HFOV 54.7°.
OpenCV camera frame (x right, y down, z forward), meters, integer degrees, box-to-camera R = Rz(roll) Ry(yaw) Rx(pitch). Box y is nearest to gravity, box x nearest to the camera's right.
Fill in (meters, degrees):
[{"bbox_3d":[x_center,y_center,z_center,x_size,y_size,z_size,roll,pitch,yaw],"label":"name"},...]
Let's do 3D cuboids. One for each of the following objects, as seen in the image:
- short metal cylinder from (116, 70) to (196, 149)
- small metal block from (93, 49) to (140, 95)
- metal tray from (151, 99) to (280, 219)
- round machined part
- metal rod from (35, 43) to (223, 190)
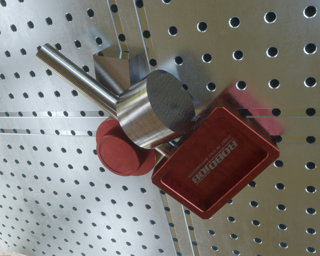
[{"bbox_3d":[-0.004,-0.021,0.363,0.050,0.080,0.080,-28,103,37],"label":"short metal cylinder"},{"bbox_3d":[-0.054,-0.070,0.395,0.050,0.025,0.050,12,124,21],"label":"small metal block"},{"bbox_3d":[0.063,0.041,0.372,0.090,0.030,0.129,37,114,-7],"label":"metal tray"},{"bbox_3d":[-0.051,0.030,0.443,0.098,0.042,0.097,13,124,20],"label":"round machined part"},{"bbox_3d":[-0.026,-0.003,0.400,0.301,0.025,0.025,38,129,-8],"label":"metal rod"}]
